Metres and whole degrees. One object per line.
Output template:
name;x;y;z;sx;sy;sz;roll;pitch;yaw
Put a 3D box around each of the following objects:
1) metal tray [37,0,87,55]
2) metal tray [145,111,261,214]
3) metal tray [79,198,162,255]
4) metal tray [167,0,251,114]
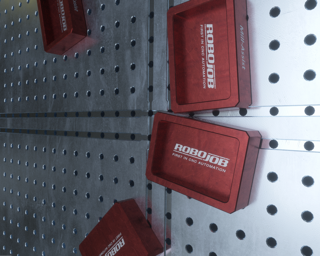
metal tray;-0.179;-0.209;0.555;0.090;0.030;0.129;-19;78;38
metal tray;0.045;0.035;0.369;0.130;0.030;0.089;15;99;39
metal tray;-0.063;0.179;0.460;0.129;0.030;0.090;-51;60;28
metal tray;0.054;-0.084;0.361;0.090;0.030;0.129;-4;87;40
